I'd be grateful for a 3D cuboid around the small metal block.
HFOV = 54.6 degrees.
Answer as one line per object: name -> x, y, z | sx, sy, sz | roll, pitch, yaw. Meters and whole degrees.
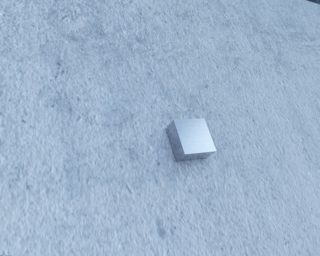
small metal block -> 0.041, 0.015, 0.416 | 0.050, 0.025, 0.050 | -3, 63, -29
